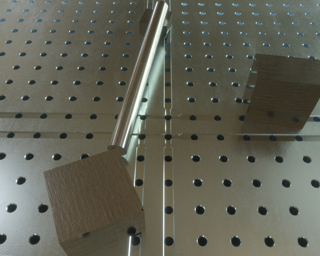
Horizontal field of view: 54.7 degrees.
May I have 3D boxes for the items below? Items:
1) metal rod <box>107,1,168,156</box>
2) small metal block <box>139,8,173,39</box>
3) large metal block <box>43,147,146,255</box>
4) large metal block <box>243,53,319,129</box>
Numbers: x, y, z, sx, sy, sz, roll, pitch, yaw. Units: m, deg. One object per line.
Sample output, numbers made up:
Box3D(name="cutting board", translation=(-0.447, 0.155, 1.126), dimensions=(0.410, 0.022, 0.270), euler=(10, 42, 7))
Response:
Box3D(name="metal rod", translation=(-0.025, -0.094, 0.467), dimensions=(0.025, 0.025, 0.300), euler=(8, 56, 6))
Box3D(name="small metal block", translation=(-0.007, -0.193, 0.570), dimensions=(0.050, 0.025, 0.050), euler=(10, 51, 8))
Box3D(name="large metal block", translation=(-0.068, 0.077, 0.326), dimensions=(0.081, 0.050, 0.080), euler=(-18, 53, -15))
Box3D(name="large metal block", translation=(0.160, -0.048, 0.414), dimensions=(0.080, 0.080, 0.050), euler=(7, 51, 5))
